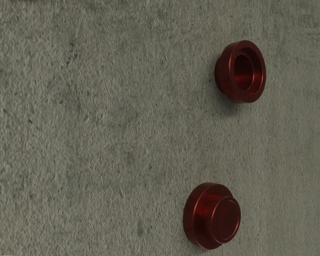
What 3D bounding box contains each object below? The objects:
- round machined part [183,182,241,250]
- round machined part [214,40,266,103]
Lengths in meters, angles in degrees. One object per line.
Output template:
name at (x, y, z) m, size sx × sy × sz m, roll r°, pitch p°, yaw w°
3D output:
round machined part at (0.084, 0.133, 0.464) m, size 0.099 × 0.042 × 0.097 m, roll 0°, pitch 90°, yaw -40°
round machined part at (0.125, -0.088, 0.498) m, size 0.099 × 0.042 × 0.097 m, roll 0°, pitch 90°, yaw -40°
